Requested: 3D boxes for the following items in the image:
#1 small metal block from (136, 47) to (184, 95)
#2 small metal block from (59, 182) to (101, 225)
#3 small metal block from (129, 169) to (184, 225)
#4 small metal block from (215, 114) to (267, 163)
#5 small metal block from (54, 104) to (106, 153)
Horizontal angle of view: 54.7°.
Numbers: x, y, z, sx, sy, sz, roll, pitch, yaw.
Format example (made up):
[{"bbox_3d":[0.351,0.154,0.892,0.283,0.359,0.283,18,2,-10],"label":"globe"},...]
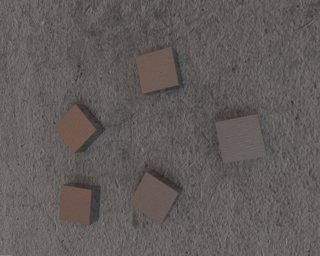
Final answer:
[{"bbox_3d":[0.000,-0.074,0.409,0.050,0.025,0.050,-12,86,19],"label":"small metal block"},{"bbox_3d":[-0.116,0.109,0.450,0.050,0.025,0.050,5,92,20],"label":"small metal block"},{"bbox_3d":[-0.005,0.091,0.411,0.050,0.025,0.050,31,100,17],"label":"small metal block"},{"bbox_3d":[0.098,0.013,0.374,0.050,0.025,0.050,-12,86,19],"label":"small metal block"},{"bbox_3d":[-0.116,0.001,0.450,0.050,0.025,0.050,-44,76,14],"label":"small metal block"}]
